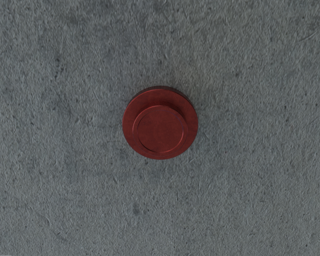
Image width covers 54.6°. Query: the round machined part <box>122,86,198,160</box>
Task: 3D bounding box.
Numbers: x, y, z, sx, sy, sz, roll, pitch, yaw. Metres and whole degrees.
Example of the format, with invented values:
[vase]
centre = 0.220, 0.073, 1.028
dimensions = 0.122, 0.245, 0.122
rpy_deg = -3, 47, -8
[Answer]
[round machined part]
centre = 0.000, -0.002, 0.400
dimensions = 0.099, 0.042, 0.097
rpy_deg = 0, 110, 0
